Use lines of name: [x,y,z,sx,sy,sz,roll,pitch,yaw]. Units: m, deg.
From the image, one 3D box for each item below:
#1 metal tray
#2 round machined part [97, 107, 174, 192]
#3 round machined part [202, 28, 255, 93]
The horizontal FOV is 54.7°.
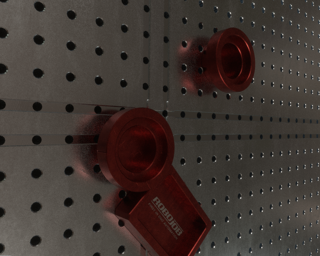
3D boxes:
metal tray: [0.011,0.122,0.417,0.090,0.030,0.130,-49,119,-29]
round machined part: [-0.033,0.025,0.373,0.099,0.042,0.097,0,91,-40]
round machined part: [0.104,-0.104,0.488,0.099,0.042,0.097,0,90,-40]
